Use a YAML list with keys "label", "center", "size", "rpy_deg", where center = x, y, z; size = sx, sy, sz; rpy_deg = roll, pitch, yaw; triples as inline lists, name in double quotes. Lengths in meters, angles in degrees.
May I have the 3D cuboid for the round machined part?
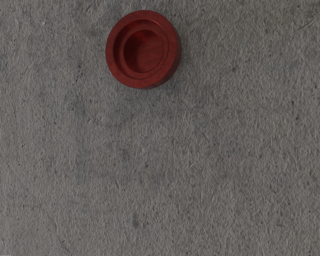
- label: "round machined part"
  center: [-0.018, -0.099, 0.407]
  size: [0.098, 0.042, 0.097]
  rpy_deg: [0, 90, 20]
